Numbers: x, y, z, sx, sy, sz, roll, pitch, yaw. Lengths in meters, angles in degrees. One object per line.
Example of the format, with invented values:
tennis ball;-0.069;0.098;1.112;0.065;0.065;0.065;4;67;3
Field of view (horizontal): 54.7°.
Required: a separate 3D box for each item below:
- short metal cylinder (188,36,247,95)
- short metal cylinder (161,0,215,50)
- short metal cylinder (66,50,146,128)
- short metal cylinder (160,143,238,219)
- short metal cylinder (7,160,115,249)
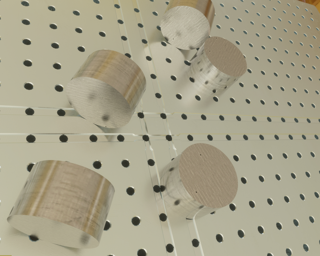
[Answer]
short metal cylinder;0.094;-0.102;0.507;0.081;0.050;0.080;14;56;-21
short metal cylinder;0.046;-0.176;0.507;0.080;0.080;0.050;27;52;-12
short metal cylinder;-0.063;-0.045;0.368;0.080;0.080;0.050;30;52;-10
short metal cylinder;0.047;0.065;0.379;0.081;0.050;0.080;14;56;-21
short metal cylinder;-0.087;0.072;0.283;0.080;0.080;0.050;24;53;-14
